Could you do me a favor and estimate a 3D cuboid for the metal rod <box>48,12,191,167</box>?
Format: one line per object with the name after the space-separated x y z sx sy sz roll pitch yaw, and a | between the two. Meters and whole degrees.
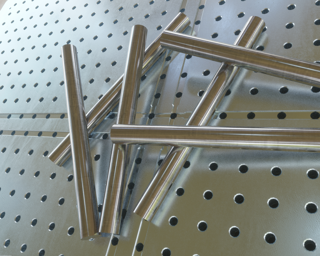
-0.059 -0.063 0.478 0.300 0.025 0.025 -49 51 -7 | metal rod

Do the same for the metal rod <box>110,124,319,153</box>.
0.085 0.011 0.334 0.301 0.025 0.025 1 62 21 | metal rod

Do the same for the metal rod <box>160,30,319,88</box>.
0.130 -0.074 0.361 0.300 0.025 0.025 22 73 28 | metal rod

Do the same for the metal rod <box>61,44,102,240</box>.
-0.116 0.002 0.439 0.025 0.025 0.299 -22 63 15 | metal rod

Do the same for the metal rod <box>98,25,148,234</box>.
-0.046 -0.014 0.422 0.025 0.025 0.299 -5 65 26 | metal rod

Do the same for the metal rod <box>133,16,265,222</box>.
0.056 -0.021 0.392 0.025 0.025 0.300 22 73 36 | metal rod
